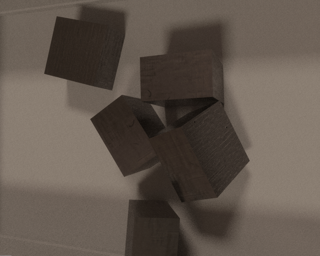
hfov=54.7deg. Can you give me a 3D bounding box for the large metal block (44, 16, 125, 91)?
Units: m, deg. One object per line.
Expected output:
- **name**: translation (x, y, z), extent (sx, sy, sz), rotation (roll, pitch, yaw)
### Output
- **large metal block**: translation (-0.104, -0.103, 0.433), extent (0.080, 0.050, 0.079), rotation (16, 95, 19)

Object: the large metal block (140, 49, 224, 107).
- **large metal block**: translation (0.030, -0.055, 0.370), extent (0.080, 0.080, 0.050), rotation (-2, 88, 19)

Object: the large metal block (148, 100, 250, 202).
- **large metal block**: translation (0.046, 0.025, 0.348), extent (0.050, 0.081, 0.080), rotation (-22, 97, 45)

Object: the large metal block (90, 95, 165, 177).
- **large metal block**: translation (-0.029, 0.009, 0.390), extent (0.050, 0.080, 0.080), rotation (-35, 79, 16)

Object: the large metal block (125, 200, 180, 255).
- **large metal block**: translation (-0.013, 0.137, 0.376), extent (0.050, 0.080, 0.079), rotation (5, 90, -10)
